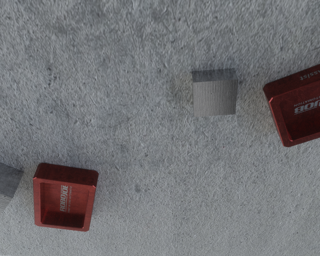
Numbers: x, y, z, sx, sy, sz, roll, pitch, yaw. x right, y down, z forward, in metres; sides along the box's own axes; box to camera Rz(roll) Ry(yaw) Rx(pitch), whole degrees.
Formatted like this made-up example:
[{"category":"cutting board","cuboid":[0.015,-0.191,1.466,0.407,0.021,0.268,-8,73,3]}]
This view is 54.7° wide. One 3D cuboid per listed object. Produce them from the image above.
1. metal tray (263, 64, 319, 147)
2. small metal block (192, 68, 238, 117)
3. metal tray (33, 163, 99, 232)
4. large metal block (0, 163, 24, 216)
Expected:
[{"category":"metal tray","cuboid":[0.203,-0.034,0.376,0.130,0.030,0.090,-21,128,16]},{"category":"small metal block","cuboid":[0.065,-0.042,0.372,0.050,0.025,0.050,-4,130,3]},{"category":"metal tray","cuboid":[-0.153,0.116,0.500,0.091,0.030,0.129,10,130,-9]},{"category":"large metal block","cuboid":[-0.266,0.091,0.465,0.080,0.050,0.080,29,124,-23]}]
